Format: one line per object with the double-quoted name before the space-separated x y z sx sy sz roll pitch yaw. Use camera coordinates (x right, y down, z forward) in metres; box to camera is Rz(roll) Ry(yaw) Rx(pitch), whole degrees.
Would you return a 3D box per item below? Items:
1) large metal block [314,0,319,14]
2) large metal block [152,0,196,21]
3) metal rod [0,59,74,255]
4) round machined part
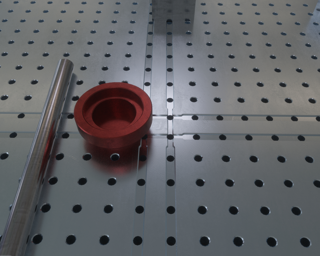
"large metal block" 0.366 -0.245 0.600 0.081 0.050 0.080 -30 56 -23
"large metal block" 0.026 -0.253 0.604 0.080 0.050 0.080 1 50 1
"metal rod" -0.147 0.015 0.393 0.025 0.025 0.300 0 50 0
"round machined part" -0.059 -0.012 0.406 0.099 0.042 0.098 0 50 0
